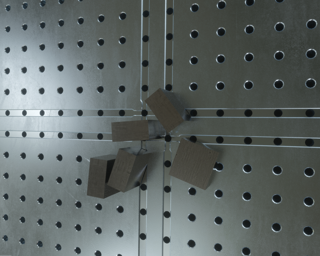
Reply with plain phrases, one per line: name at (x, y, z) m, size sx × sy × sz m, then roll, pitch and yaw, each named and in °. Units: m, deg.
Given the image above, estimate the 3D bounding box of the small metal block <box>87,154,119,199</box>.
small metal block at (-0.073, 0.065, 0.424) m, size 0.025 × 0.050 × 0.050 m, roll 7°, pitch 92°, yaw 19°

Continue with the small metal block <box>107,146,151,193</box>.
small metal block at (-0.040, 0.053, 0.412) m, size 0.025 × 0.050 × 0.050 m, roll 21°, pitch 97°, yaw 18°

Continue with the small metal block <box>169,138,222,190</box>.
small metal block at (0.045, 0.044, 0.396) m, size 0.050 × 0.025 × 0.050 m, roll 21°, pitch 97°, yaw 18°

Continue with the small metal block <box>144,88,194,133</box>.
small metal block at (0.013, -0.021, 0.394) m, size 0.025 × 0.050 × 0.050 m, roll -39°, pitch 78°, yaw 16°

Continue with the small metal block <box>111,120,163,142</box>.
small metal block at (-0.029, 0.004, 0.409) m, size 0.050 × 0.050 × 0.025 m, roll -4°, pitch 89°, yaw 19°
